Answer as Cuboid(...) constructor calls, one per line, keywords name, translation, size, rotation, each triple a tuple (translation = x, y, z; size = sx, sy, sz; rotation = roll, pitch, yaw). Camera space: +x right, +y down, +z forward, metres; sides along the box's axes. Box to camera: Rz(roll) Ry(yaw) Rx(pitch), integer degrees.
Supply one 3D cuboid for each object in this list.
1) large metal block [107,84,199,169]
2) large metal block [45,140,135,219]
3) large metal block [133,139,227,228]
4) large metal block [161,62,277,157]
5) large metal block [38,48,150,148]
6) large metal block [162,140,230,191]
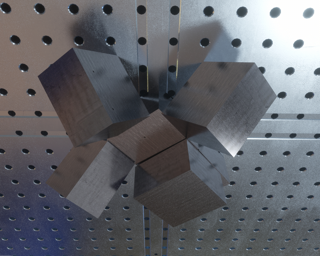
Cuboid(name="large metal block", translation=(-0.008, 0.005, 0.399), size=(0.080, 0.050, 0.080), rotation=(-31, 124, 23))
Cuboid(name="large metal block", translation=(-0.092, 0.060, 0.405), size=(0.050, 0.080, 0.080), rotation=(45, 159, -30))
Cuboid(name="large metal block", translation=(0.025, 0.072, 0.389), size=(0.080, 0.050, 0.080), rotation=(-31, 125, 22))
Cuboid(name="large metal block", translation=(0.062, -0.024, 0.335), size=(0.050, 0.080, 0.080), rotation=(45, 77, -30))
Cuboid(name="large metal block", translation=(-0.065, -0.032, 0.327), size=(0.050, 0.080, 0.080), rotation=(-31, 85, 23))
Cuboid(name="large metal block", translation=(0.041, 0.055, 0.441), size=(0.080, 0.050, 0.080), rotation=(-30, 123, 22))
